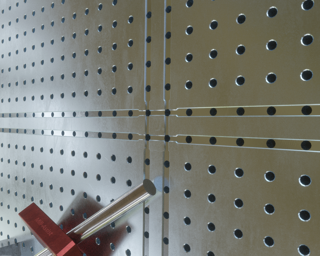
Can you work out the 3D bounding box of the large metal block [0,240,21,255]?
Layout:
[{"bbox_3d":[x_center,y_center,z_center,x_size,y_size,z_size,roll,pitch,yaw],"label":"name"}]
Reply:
[{"bbox_3d":[-0.346,0.294,0.674,0.080,0.050,0.080,-12,82,39],"label":"large metal block"}]

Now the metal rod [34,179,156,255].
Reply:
[{"bbox_3d":[-0.121,0.162,0.483,0.299,0.025,0.025,-38,67,25],"label":"metal rod"}]

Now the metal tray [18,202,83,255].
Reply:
[{"bbox_3d":[-0.177,0.190,0.518,0.130,0.030,0.089,24,141,37],"label":"metal tray"}]
